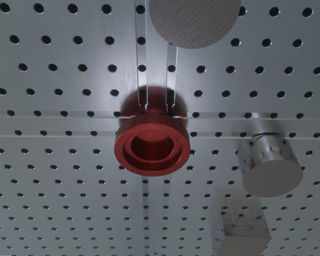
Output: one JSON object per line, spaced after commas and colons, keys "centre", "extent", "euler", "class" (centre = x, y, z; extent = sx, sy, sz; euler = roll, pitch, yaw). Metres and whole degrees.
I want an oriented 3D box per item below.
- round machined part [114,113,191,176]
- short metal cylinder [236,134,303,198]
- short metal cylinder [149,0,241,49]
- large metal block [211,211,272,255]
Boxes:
{"centre": [-0.010, 0.018, 0.415], "extent": [0.099, 0.042, 0.097], "euler": [0, 130, 0], "class": "round machined part"}
{"centre": [0.155, 0.055, 0.444], "extent": [0.081, 0.050, 0.079], "euler": [0, 130, 0], "class": "short metal cylinder"}
{"centre": [0.031, -0.122, 0.291], "extent": [0.081, 0.050, 0.079], "euler": [0, 130, 0], "class": "short metal cylinder"}
{"centre": [0.144, 0.198, 0.565], "extent": [0.081, 0.050, 0.079], "euler": [5, 130, -5], "class": "large metal block"}
